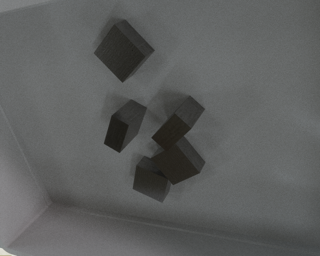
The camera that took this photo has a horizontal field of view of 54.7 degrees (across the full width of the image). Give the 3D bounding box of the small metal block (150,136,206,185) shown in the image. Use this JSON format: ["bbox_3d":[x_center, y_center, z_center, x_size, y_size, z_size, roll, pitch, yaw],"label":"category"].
[{"bbox_3d":[0.024,0.044,0.422,0.050,0.025,0.050,-33,101,37],"label":"small metal block"}]

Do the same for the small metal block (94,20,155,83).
[{"bbox_3d":[-0.043,-0.092,0.373,0.050,0.025,0.050,46,129,-5],"label":"small metal block"}]

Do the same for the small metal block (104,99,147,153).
[{"bbox_3d":[-0.046,-0.003,0.413,0.025,0.050,0.050,30,128,9],"label":"small metal block"}]

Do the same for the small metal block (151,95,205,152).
[{"bbox_3d":[0.023,-0.006,0.376,0.025,0.050,0.050,43,129,-1],"label":"small metal block"}]

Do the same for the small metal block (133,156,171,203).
[{"bbox_3d":[-0.010,0.076,0.460,0.050,0.025,0.050,22,127,14],"label":"small metal block"}]
